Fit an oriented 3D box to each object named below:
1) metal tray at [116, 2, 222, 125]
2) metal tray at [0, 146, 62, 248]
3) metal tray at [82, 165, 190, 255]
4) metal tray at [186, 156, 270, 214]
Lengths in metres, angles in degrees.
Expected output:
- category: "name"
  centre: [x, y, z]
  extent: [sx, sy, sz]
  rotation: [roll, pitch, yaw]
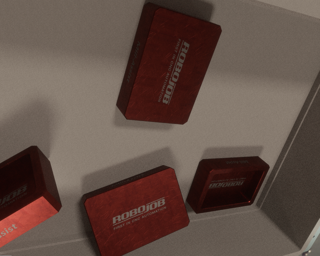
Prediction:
- category: "metal tray"
  centre: [0.009, -0.070, 0.369]
  extent: [0.091, 0.030, 0.129]
  rotation: [5, 116, -31]
- category: "metal tray"
  centre: [-0.175, 0.082, 0.322]
  extent: [0.131, 0.090, 0.030]
  rotation: [-31, 129, -9]
- category: "metal tray"
  centre: [-0.032, 0.116, 0.434]
  extent: [0.131, 0.030, 0.089]
  rotation: [-18, 95, -18]
- category: "metal tray"
  centre: [0.117, 0.096, 0.531]
  extent: [0.131, 0.030, 0.089]
  rotation: [0, 118, -29]
